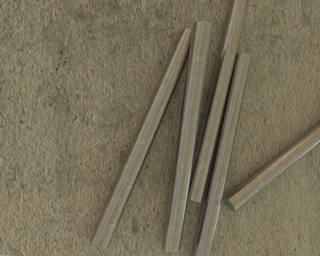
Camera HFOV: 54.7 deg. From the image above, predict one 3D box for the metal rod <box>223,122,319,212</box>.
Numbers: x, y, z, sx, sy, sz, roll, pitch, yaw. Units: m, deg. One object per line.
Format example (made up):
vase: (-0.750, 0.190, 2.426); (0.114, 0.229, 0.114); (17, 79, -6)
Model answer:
metal rod: (0.220, 0.032, 0.489); (0.302, 0.025, 0.025); (-33, 101, -17)

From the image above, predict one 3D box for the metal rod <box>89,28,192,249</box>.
metal rod: (-0.017, 0.007, 0.402); (0.025, 0.025, 0.299); (26, 81, -18)

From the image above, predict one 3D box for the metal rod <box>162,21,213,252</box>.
metal rod: (0.035, 0.013, 0.408); (0.025, 0.025, 0.298); (7, 93, -20)

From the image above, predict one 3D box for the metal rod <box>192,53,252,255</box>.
metal rod: (0.089, 0.040, 0.441); (0.025, 0.025, 0.299); (15, 85, -20)

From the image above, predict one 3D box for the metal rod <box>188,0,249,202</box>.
metal rod: (0.082, -0.046, 0.438); (0.025, 0.025, 0.299); (16, 85, -19)
